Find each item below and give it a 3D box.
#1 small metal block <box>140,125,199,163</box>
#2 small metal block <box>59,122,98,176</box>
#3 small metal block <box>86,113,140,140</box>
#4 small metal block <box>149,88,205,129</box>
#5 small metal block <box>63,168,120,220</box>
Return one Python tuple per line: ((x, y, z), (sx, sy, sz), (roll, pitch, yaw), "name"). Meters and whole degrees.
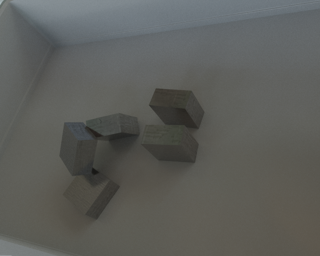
((0.013, 0.019, 0.370), (0.050, 0.050, 0.025), (0, 62, 28), "small metal block")
((-0.105, 0.026, 0.396), (0.050, 0.025, 0.050), (38, 121, 46), "small metal block")
((-0.063, 0.000, 0.417), (0.050, 0.050, 0.025), (-12, 81, 21), "small metal block")
((0.022, -0.024, 0.392), (0.050, 0.050, 0.025), (8, 66, 31), "small metal block")
((-0.089, 0.081, 0.401), (0.050, 0.025, 0.050), (26, 76, 36), "small metal block")
